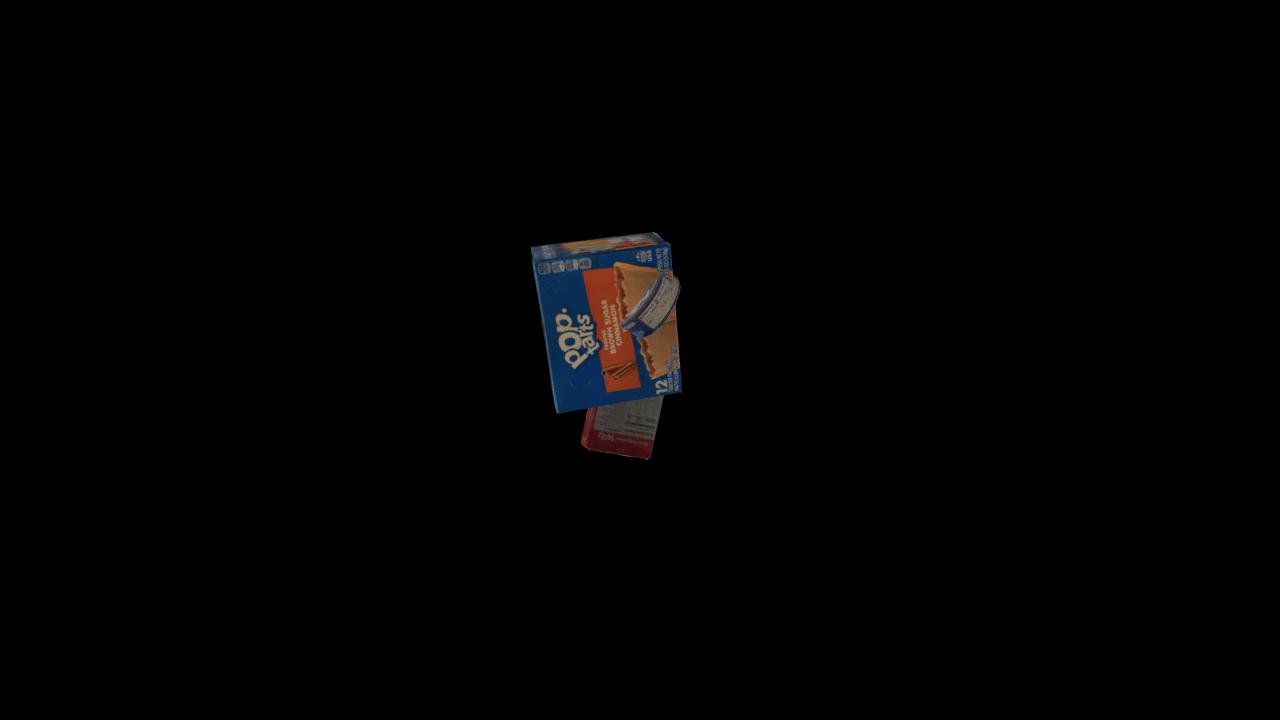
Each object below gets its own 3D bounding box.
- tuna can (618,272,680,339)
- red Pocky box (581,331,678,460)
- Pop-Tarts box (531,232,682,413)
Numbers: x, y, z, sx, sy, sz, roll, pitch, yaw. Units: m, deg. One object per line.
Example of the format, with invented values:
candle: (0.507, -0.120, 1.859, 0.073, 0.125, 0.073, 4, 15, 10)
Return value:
tuna can: (0.004, -0.063, 0.654, 0.034, 0.084, 0.084, 35, -17, -26)
red Pocky box: (-0.012, 0.031, 0.705, 0.083, 0.155, 0.028, 14, -2, -24)
Pop-Tarts box: (-0.036, -0.043, 0.669, 0.141, 0.167, 0.083, -9, 21, -9)
